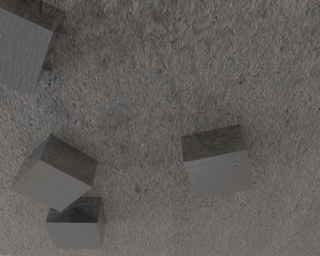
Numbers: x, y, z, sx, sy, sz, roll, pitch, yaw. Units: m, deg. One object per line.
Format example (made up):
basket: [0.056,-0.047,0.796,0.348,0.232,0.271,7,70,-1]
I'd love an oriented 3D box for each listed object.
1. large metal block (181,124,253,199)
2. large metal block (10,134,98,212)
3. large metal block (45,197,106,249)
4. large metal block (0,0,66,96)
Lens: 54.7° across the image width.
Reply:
large metal block: [0.080,0.048,0.432,0.080,0.050,0.080,-13,129,10]
large metal block: [-0.150,0.067,0.446,0.080,0.050,0.080,36,121,-27]
large metal block: [-0.139,0.162,0.527,0.081,0.050,0.079,1,130,-1]
large metal block: [-0.152,-0.091,0.312,0.080,0.050,0.080,22,127,-18]
